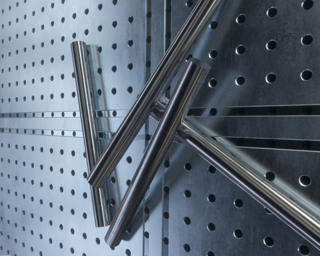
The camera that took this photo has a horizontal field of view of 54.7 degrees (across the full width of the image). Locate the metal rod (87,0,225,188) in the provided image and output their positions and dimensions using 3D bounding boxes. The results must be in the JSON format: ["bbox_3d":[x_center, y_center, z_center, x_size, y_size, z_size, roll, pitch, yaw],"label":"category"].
[{"bbox_3d":[-0.007,-0.047,0.384,0.025,0.025,0.299,43,106,31],"label":"metal rod"}]

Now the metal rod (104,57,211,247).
[{"bbox_3d":[-0.015,0.050,0.395,0.025,0.025,0.298,44,124,30],"label":"metal rod"}]

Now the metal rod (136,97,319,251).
[{"bbox_3d":[0.075,0.039,0.346,0.300,0.025,0.025,39,114,32],"label":"metal rod"}]

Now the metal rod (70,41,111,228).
[{"bbox_3d":[-0.112,0.005,0.498,0.025,0.025,0.298,-16,80,38],"label":"metal rod"}]
